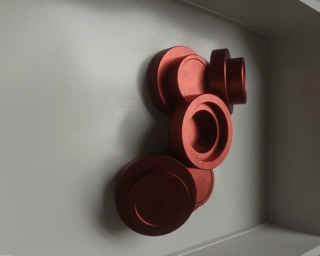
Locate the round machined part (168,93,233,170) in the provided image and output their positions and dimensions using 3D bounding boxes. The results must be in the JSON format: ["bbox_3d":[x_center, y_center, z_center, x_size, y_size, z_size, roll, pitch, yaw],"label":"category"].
[{"bbox_3d":[0.049,0.005,0.408,0.099,0.042,0.097,0,90,-40],"label":"round machined part"}]

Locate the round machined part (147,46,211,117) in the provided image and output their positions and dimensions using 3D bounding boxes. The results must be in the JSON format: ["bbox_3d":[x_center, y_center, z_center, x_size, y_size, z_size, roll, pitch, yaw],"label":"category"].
[{"bbox_3d":[0.034,-0.063,0.423,0.099,0.042,0.097,0,90,-40],"label":"round machined part"}]

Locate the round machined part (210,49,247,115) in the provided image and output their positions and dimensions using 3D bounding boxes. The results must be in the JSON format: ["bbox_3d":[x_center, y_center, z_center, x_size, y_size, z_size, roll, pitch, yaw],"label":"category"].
[{"bbox_3d":[0.103,-0.068,0.455,0.098,0.042,0.097,-3,90,-71],"label":"round machined part"}]

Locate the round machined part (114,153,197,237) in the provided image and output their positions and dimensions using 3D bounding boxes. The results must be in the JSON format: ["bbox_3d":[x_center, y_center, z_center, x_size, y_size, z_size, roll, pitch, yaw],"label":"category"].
[{"bbox_3d":[-0.004,0.081,0.365,0.099,0.042,0.097,-1,94,-11],"label":"round machined part"}]

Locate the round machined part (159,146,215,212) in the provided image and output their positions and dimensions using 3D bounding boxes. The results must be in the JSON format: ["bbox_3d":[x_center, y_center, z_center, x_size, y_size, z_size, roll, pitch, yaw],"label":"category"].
[{"bbox_3d":[0.038,0.072,0.427,0.099,0.042,0.097,0,90,-40],"label":"round machined part"}]
